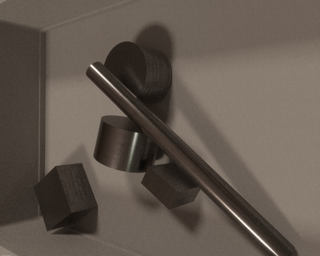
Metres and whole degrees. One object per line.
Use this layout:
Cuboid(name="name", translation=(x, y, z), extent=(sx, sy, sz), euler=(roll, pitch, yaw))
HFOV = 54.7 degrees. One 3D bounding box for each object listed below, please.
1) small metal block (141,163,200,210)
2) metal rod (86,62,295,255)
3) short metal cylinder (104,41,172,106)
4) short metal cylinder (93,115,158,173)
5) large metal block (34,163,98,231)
Cuboid(name="small metal block", translation=(0.014, 0.069, 0.377), extent=(0.050, 0.050, 0.025), euler=(37, 113, 33))
Cuboid(name="metal rod", translation=(0.021, 0.026, 0.347), extent=(0.300, 0.025, 0.025), euler=(44, 117, 17))
Cuboid(name="short metal cylinder", translation=(-0.031, -0.070, 0.414), extent=(0.080, 0.050, 0.079), euler=(0, 90, 39))
Cuboid(name="short metal cylinder", translation=(-0.041, 0.019, 0.403), extent=(0.080, 0.081, 0.050), euler=(23, 105, 37))
Cuboid(name="large metal block", translation=(-0.159, 0.115, 0.519), extent=(0.080, 0.050, 0.080), euler=(-39, 66, 32))
